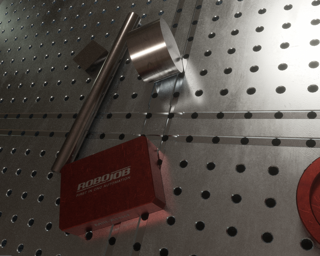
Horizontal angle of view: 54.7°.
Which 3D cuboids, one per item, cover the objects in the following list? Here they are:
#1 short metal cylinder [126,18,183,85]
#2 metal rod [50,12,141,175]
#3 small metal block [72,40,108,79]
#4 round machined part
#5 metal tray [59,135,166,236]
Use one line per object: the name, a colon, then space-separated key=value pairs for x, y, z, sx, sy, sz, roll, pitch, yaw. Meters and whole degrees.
short metal cylinder: x=-0.006 y=-0.108 z=0.441 sx=0.050 sy=0.080 sz=0.080 roll=-18 pitch=55 yaw=17
metal rod: x=-0.095 y=-0.066 z=0.496 sx=0.025 sy=0.025 sz=0.300 roll=7 pitch=65 yaw=31
small metal block: x=-0.117 y=-0.120 z=0.541 sx=0.050 sy=0.025 sz=0.050 roll=-46 pitch=51 yaw=-4
round machined part: x=0.171 y=0.069 z=0.265 sx=0.098 sy=0.042 sz=0.098 roll=-13 pitch=56 yaw=20
metal tray: x=-0.064 y=0.073 z=0.392 sx=0.130 sy=0.030 sz=0.090 roll=-21 pitch=54 yaw=15
